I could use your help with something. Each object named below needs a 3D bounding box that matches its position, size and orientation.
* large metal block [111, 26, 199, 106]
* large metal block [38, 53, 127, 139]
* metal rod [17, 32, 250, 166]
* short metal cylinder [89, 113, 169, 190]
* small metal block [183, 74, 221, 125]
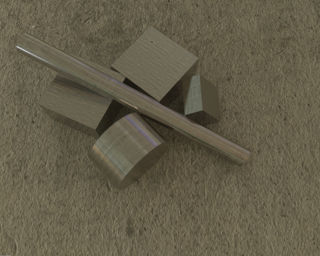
[{"bbox_3d":[-0.006,-0.077,0.421,0.080,0.050,0.080,38,74,12],"label":"large metal block"},{"bbox_3d":[-0.096,-0.039,0.410,0.080,0.050,0.080,24,72,8],"label":"large metal block"},{"bbox_3d":[-0.025,-0.030,0.377,0.301,0.025,0.025,27,72,-8],"label":"metal rod"},{"bbox_3d":[-0.036,0.028,0.369,0.080,0.080,0.050,-42,76,-14],"label":"short metal cylinder"},{"bbox_3d":[0.055,-0.036,0.407,0.025,0.050,0.050,-15,66,33],"label":"small metal block"}]
